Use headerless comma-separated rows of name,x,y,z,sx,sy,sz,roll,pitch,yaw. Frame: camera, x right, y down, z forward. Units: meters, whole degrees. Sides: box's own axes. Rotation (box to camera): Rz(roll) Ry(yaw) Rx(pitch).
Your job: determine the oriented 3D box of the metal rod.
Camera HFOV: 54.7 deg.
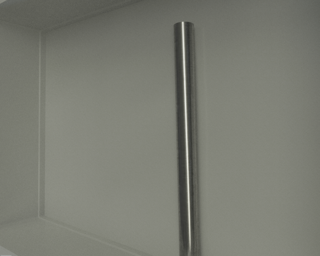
metal rod,0.033,0.023,0.378,0.025,0.025,0.298,-2,89,39
